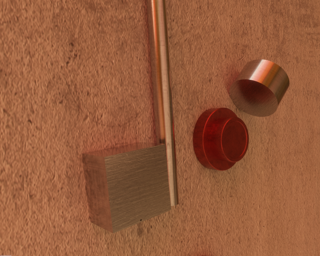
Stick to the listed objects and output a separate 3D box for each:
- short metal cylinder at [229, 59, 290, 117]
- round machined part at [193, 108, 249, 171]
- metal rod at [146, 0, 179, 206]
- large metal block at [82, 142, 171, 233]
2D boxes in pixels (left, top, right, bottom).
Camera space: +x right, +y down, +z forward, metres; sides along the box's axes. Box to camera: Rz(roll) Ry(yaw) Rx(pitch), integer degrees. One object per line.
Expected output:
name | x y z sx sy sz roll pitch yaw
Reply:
short metal cylinder | 0.161 -0.064 0.504 0.080 0.080 0.050 52 60 -27
round machined part | 0.100 0.017 0.478 0.099 0.042 0.097 0 90 -40
metal rod | 0.003 -0.047 0.406 0.025 0.025 0.298 -7 95 -40
large metal block | -0.037 0.063 0.357 0.081 0.050 0.079 -10 96 -40
